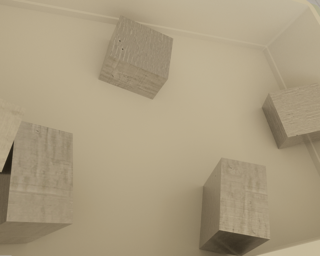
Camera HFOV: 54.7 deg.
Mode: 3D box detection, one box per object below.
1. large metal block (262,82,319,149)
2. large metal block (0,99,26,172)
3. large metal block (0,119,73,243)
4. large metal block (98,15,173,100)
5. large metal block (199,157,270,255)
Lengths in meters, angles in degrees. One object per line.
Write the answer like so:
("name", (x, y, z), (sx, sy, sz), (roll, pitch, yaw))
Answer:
("large metal block", (0.223, -0.019, 0.500), (0.080, 0.050, 0.080), (-12, 65, -2))
("large metal block", (-0.163, -0.002, 0.234), (0.080, 0.080, 0.050), (27, 66, -36))
("large metal block", (-0.119, 0.050, 0.268), (0.050, 0.080, 0.080), (19, 52, -42))
("large metal block", (-0.032, -0.097, 0.432), (0.080, 0.050, 0.080), (19, 54, -17))
("large metal block", (0.081, 0.091, 0.351), (0.050, 0.080, 0.080), (11, 55, -2))
